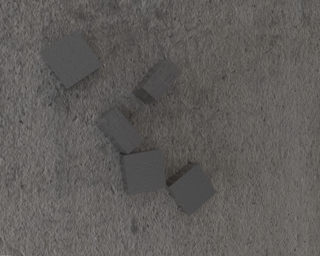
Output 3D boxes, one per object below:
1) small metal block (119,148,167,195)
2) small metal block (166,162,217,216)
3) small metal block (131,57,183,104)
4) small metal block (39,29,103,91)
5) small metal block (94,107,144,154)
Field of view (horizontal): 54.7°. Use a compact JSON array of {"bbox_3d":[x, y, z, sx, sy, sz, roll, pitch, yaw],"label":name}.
[{"bbox_3d":[-0.022,0.055,0.401,0.050,0.025,0.050,-8,93,-20],"label":"small metal block"},{"bbox_3d":[0.041,0.082,0.424,0.050,0.025,0.050,-37,102,-16],"label":"small metal block"},{"bbox_3d":[-0.005,-0.058,0.394,0.025,0.050,0.050,41,77,-16],"label":"small metal block"},{"bbox_3d":[-0.106,-0.080,0.370,0.050,0.025,0.050,-39,103,-16],"label":"small metal block"},{"bbox_3d":[-0.051,0.003,0.377,0.025,0.050,0.050,-42,104,-15],"label":"small metal block"}]
